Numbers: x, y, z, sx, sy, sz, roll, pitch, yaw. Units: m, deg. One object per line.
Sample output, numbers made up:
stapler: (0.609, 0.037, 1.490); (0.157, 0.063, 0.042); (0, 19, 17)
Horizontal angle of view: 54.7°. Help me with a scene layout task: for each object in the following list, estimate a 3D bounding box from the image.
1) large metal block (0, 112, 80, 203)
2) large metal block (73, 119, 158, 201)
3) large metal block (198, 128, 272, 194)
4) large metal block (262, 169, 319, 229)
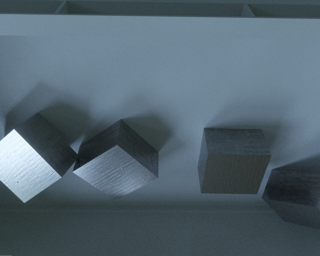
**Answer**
large metal block: (-0.171, 0.040, 0.410); (0.080, 0.050, 0.080); (-34, 105, 25)
large metal block: (-0.059, 0.047, 0.432); (0.080, 0.050, 0.080); (-31, 124, 23)
large metal block: (0.099, 0.047, 0.434); (0.081, 0.050, 0.079); (1, 130, -1)
large metal block: (0.214, 0.107, 0.462); (0.080, 0.050, 0.080); (-2, 142, 50)
